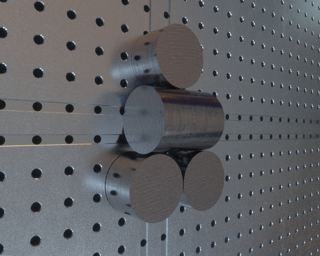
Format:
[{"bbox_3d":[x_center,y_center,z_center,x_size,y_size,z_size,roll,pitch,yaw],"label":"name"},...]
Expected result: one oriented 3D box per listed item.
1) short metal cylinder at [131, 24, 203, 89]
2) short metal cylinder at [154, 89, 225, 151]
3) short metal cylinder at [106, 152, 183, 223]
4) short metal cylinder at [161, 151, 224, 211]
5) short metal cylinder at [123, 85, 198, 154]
[{"bbox_3d":[0.010,-0.089,0.403,0.081,0.050,0.079,0,90,-40],"label":"short metal cylinder"},{"bbox_3d":[0.037,-0.010,0.407,0.050,0.080,0.079,1,90,-40],"label":"short metal cylinder"},{"bbox_3d":[-0.018,0.070,0.378,0.081,0.050,0.079,0,90,-40],"label":"short metal cylinder"},{"bbox_3d":[0.044,0.070,0.430,0.081,0.050,0.079,0,90,-40],"label":"short metal cylinder"},{"bbox_3d":[-0.001,-0.010,0.375,0.050,0.080,0.079,1,90,-40],"label":"short metal cylinder"}]
